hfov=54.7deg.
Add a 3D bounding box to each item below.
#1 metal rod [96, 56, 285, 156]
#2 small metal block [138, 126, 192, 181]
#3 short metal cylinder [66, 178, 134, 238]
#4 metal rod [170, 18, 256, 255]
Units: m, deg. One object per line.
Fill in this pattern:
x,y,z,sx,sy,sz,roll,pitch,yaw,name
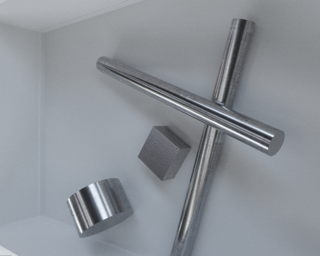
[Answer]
0.008,-0.042,0.374,0.300,0.025,0.025,31,109,43,metal rod
0.005,0.032,0.401,0.050,0.025,0.050,41,114,32,small metal block
-0.084,0.113,0.438,0.080,0.081,0.050,-42,65,31,short metal cylinder
0.056,0.029,0.359,0.025,0.025,0.298,22,103,37,metal rod
